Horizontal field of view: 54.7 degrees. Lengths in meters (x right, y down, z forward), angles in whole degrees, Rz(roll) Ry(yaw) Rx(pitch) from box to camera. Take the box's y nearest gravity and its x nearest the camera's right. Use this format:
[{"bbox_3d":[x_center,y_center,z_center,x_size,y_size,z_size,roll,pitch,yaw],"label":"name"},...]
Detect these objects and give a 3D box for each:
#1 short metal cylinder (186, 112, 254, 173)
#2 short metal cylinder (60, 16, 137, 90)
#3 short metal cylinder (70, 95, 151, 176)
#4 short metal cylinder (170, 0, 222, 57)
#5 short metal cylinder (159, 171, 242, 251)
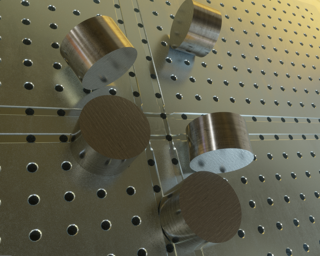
[{"bbox_3d":[0.076,0.021,0.403,0.081,0.080,0.050,10,58,-23],"label":"short metal cylinder"},{"bbox_3d":[-0.076,-0.093,0.390,0.081,0.080,0.050,-28,78,-38],"label":"short metal cylinder"},{"bbox_3d":[-0.058,0.009,0.357,0.081,0.050,0.080,14,56,-21],"label":"short metal cylinder"},{"bbox_3d":[0.056,-0.161,0.503,0.050,0.080,0.080,12,57,-22],"label":"short metal cylinder"},{"bbox_3d":[0.046,0.096,0.360,0.081,0.050,0.080,14,56,-21],"label":"short metal cylinder"}]
